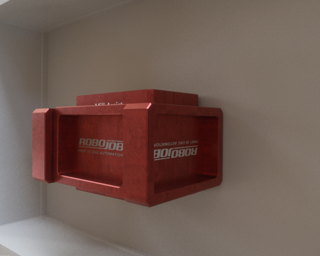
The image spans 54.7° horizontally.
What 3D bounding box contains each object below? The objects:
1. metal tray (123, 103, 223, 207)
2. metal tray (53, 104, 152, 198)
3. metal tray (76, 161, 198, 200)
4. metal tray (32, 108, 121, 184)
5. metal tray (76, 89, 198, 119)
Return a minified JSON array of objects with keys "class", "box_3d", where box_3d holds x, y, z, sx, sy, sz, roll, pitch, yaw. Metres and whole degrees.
[{"class":"metal tray","box_3d":[0.020,0.022,0.319,0.030,0.131,0.089,1,91,40]},{"class":"metal tray","box_3d":[-0.068,0.021,0.340,0.130,0.030,0.089,1,90,40]},{"class":"metal tray","box_3d":[-0.030,0.063,0.386,0.130,0.091,0.030,1,90,40]},{"class":"metal tray","box_3d":[-0.104,0.020,0.423,0.030,0.131,0.089,1,91,40]},{"class":"metal tray","box_3d":[-0.030,-0.026,0.385,0.130,0.091,0.030,1,91,40]}]
